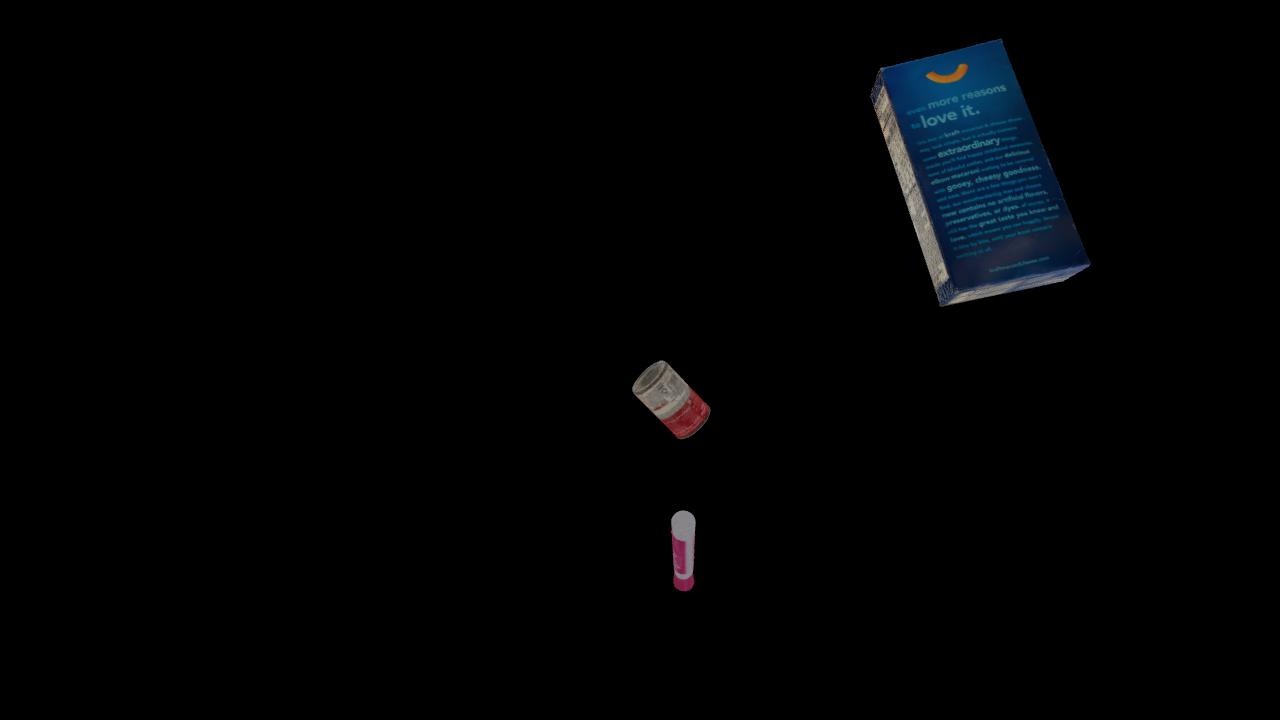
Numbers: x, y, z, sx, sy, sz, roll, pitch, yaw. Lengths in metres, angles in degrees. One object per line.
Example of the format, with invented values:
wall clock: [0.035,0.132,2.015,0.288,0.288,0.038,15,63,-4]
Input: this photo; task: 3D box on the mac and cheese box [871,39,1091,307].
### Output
mac and cheese box: [0.244,-0.138,0.454,0.093,0.184,0.041,-12,-14,6]

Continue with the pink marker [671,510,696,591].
pink marker: [0.036,0.163,0.514,0.020,0.020,0.121,0,-42,4]

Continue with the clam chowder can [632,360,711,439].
clam chowder can: [0.046,0.058,0.902,0.102,0.068,0.068,46,-17,-18]
